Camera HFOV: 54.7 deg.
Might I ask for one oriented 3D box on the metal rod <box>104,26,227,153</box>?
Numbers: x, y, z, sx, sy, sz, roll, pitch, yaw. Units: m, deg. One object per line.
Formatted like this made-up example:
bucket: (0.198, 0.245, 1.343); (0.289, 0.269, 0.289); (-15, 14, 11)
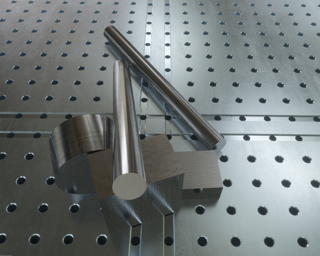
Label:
metal rod: (-0.007, -0.073, 0.468); (0.025, 0.025, 0.300); (-26, 55, -21)

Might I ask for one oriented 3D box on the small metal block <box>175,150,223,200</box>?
small metal block: (0.043, 0.054, 0.362); (0.050, 0.025, 0.050); (-2, 50, -3)

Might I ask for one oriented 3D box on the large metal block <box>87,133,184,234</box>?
large metal block: (-0.024, 0.059, 0.322); (0.081, 0.080, 0.050); (-15, 52, -13)

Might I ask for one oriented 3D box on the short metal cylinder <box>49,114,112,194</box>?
short metal cylinder: (-0.078, 0.030, 0.345); (0.081, 0.080, 0.050); (-15, 52, -13)

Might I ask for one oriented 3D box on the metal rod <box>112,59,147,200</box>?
metal rod: (-0.042, -0.027, 0.358); (0.025, 0.025, 0.300); (-6, 28, -5)
